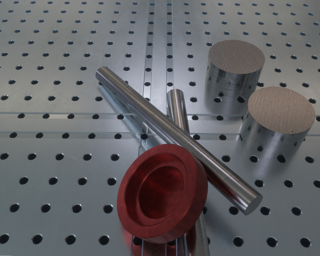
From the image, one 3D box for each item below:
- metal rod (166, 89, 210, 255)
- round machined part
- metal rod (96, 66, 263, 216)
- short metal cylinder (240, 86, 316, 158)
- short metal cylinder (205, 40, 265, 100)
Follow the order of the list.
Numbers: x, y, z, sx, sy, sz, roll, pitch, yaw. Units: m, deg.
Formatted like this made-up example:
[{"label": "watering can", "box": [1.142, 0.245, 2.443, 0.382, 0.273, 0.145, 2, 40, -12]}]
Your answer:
[{"label": "metal rod", "box": [0.031, 0.067, 0.351, 0.025, 0.025, 0.300, -3, 50, -2]}, {"label": "round machined part", "box": [0.006, 0.069, 0.319, 0.098, 0.042, 0.098, -23, 47, 27]}, {"label": "metal rod", "box": [0.000, -0.005, 0.385, 0.025, 0.025, 0.300, -30, 48, -22]}, {"label": "short metal cylinder", "box": [0.149, -0.008, 0.399, 0.080, 0.050, 0.080, 0, 50, 0]}, {"label": "short metal cylinder", "box": [0.111, -0.088, 0.466, 0.080, 0.050, 0.080, 0, 50, 0]}]
